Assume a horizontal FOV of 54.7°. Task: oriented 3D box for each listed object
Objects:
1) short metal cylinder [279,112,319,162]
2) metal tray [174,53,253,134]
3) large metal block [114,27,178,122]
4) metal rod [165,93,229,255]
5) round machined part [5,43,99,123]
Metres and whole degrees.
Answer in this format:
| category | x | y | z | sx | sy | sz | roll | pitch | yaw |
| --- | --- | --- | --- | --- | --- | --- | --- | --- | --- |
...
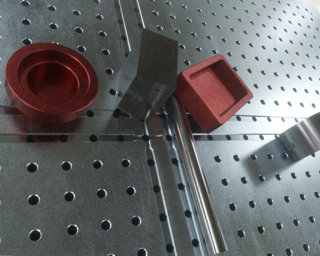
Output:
| category | x | y | z | sx | sy | sz | roll | pitch | yaw |
| --- | --- | --- | --- | --- | --- | --- | --- | --- | --- |
| short metal cylinder | 0.242 | 0.014 | 0.498 | 0.081 | 0.080 | 0.050 | -16 | 71 | -35 |
| metal tray | 0.082 | -0.056 | 0.467 | 0.090 | 0.030 | 0.131 | 53 | 42 | 2 |
| large metal block | -0.018 | -0.067 | 0.406 | 0.050 | 0.080 | 0.080 | 17 | 55 | -19 |
| metal rod | 0.032 | 0.013 | 0.419 | 0.025 | 0.025 | 0.299 | 0 | 62 | -29 |
| round machined part | -0.125 | -0.048 | 0.360 | 0.099 | 0.042 | 0.098 | 14 | 56 | -21 |
